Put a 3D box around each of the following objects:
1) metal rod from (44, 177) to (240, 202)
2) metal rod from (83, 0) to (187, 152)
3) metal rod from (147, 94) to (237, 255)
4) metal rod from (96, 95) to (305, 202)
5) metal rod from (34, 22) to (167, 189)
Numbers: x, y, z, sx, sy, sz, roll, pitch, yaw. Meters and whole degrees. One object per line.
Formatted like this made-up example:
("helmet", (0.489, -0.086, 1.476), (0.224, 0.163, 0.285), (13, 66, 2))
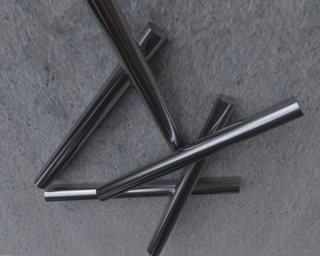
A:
("metal rod", (-0.029, 0.098, 0.489), (0.302, 0.025, 0.025), (-3, 130, 2))
("metal rod", (-0.019, -0.053, 0.330), (0.025, 0.025, 0.299), (-16, 138, 13))
("metal rod", (0.036, 0.086, 0.452), (0.025, 0.025, 0.298), (14, 120, -12))
("metal rod", (0.031, 0.037, 0.400), (0.300, 0.025, 0.025), (-27, 125, 27))
("metal rod", (-0.091, -0.009, 0.397), (0.025, 0.025, 0.299), (29, 124, -23))
